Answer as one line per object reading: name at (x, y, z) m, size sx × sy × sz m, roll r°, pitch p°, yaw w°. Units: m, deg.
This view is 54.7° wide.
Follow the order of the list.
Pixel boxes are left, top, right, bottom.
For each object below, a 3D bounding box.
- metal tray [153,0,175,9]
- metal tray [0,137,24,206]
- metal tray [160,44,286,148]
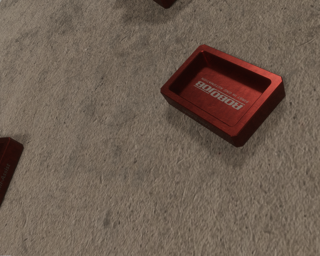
metal tray at (-0.010, -0.281, 0.540) m, size 0.130 × 0.030 × 0.090 m, roll 41°, pitch 93°, yaw 17°
metal tray at (-0.283, 0.080, 0.496) m, size 0.090 × 0.030 × 0.130 m, roll -4°, pitch 60°, yaw 26°
metal tray at (0.074, -0.046, 0.388) m, size 0.090 × 0.030 × 0.130 m, roll -48°, pitch 52°, yaw -6°
